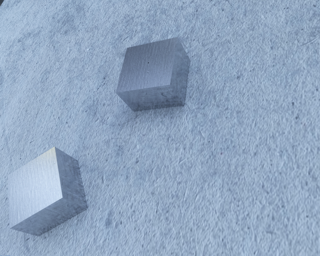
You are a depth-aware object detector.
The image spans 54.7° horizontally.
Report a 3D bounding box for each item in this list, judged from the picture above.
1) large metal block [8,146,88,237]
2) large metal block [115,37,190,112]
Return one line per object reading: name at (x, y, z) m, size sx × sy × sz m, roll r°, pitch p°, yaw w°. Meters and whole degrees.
large metal block at (-0.152, 0.085, 0.415) m, size 0.080 × 0.050 × 0.080 m, roll -31°, pitch 52°, yaw 8°
large metal block at (-0.007, -0.074, 0.437) m, size 0.080 × 0.050 × 0.080 m, roll -5°, pitch 59°, yaw 25°
